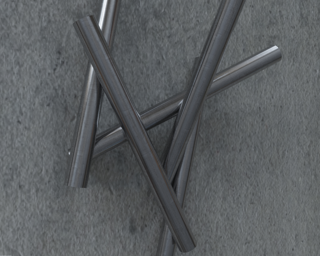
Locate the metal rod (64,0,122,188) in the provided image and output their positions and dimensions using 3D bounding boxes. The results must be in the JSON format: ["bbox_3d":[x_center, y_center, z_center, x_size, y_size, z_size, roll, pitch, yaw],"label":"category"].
[{"bbox_3d":[-0.072,-0.081,0.367,0.025,0.025,0.299,12,80,-20],"label":"metal rod"}]

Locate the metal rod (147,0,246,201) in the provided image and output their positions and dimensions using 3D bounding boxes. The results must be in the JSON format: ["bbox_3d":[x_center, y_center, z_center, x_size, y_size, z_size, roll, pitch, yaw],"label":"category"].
[{"bbox_3d":[0.045,-0.044,0.370,0.025,0.025,0.298,15,107,-20],"label":"metal rod"}]

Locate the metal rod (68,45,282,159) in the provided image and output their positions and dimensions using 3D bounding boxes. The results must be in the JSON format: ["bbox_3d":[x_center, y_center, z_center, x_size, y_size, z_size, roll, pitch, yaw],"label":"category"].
[{"bbox_3d":[0.027,-0.033,0.398,0.302,0.025,0.025,-28,100,-10],"label":"metal rod"}]

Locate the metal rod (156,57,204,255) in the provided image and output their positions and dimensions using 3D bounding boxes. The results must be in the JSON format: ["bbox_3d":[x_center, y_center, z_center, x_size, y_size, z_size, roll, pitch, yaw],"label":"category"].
[{"bbox_3d":[0.031,0.051,0.421,0.025,0.025,0.298,13,86,-20],"label":"metal rod"}]

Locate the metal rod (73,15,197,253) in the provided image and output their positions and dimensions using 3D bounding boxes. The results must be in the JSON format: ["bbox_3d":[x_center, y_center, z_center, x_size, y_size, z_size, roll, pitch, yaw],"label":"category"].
[{"bbox_3d":[-0.023,0.018,0.363,0.025,0.025,0.299,-28,104,-18],"label":"metal rod"}]
